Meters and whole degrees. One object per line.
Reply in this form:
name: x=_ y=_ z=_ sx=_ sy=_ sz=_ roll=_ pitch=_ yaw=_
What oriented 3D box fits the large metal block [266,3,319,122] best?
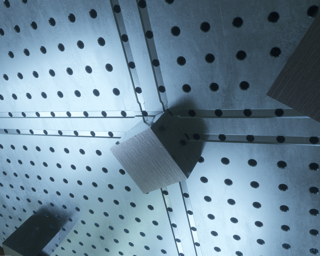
large metal block: x=0.157 y=-0.053 z=0.280 sx=0.080 sy=0.050 sz=0.079 roll=30 pitch=128 yaw=9

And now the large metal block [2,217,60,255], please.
large metal block: x=-0.283 y=0.257 z=0.685 sx=0.080 sy=0.080 sz=0.050 roll=21 pitch=126 yaw=15

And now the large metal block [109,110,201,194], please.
large metal block: x=-0.007 y=0.034 z=0.420 sx=0.080 sy=0.050 sz=0.080 roll=-27 pitch=104 yaw=37
